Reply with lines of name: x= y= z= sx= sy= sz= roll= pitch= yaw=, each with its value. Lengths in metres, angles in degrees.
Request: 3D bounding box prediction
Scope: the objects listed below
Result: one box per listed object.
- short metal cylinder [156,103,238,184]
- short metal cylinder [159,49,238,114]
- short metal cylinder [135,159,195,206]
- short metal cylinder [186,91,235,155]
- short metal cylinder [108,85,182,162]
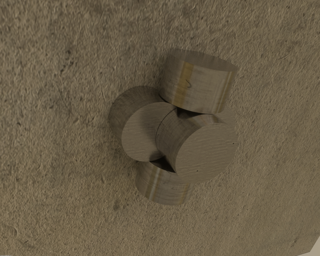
short metal cylinder: x=0.042 y=0.018 z=0.362 sx=0.081 sy=0.050 sz=0.079 roll=-14 pitch=125 yaw=-21
short metal cylinder: x=0.044 y=-0.057 z=0.364 sx=0.081 sy=0.080 sz=0.050 roll=0 pitch=119 yaw=-29
short metal cylinder: x=0.011 y=0.058 z=0.417 sx=0.081 sy=0.080 sz=0.050 roll=0 pitch=118 yaw=-29
short metal cylinder: x=0.053 y=-0.007 z=0.419 sx=0.081 sy=0.050 sz=0.079 roll=-14 pitch=125 yaw=-21
short metal cylinder: x=-0.017 y=-0.006 z=0.380 sx=0.081 sy=0.050 sz=0.079 roll=-14 pitch=125 yaw=-21
